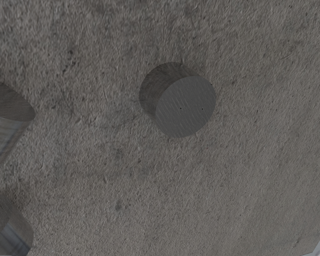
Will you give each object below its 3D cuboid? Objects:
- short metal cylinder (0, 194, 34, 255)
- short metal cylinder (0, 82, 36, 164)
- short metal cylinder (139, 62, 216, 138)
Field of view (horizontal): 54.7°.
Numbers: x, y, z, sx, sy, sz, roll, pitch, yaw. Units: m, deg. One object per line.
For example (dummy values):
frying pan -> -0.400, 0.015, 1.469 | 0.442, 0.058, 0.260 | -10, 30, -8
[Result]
short metal cylinder -> -0.190, 0.121, 0.342 | 0.080, 0.080, 0.050 | -25, 128, -13
short metal cylinder -> -0.162, -0.010, 0.276 | 0.080, 0.080, 0.050 | 30, 102, -38
short metal cylinder -> 0.021, -0.035, 0.380 | 0.081, 0.050, 0.079 | -14, 124, -21
